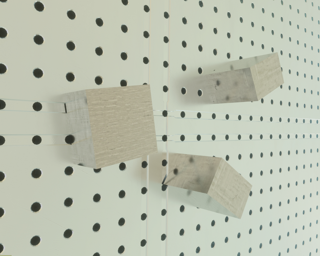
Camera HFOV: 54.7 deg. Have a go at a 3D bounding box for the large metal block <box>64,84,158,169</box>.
[{"bbox_3d":[-0.054,-0.005,0.350,0.081,0.050,0.079,-12,98,-40],"label":"large metal block"}]

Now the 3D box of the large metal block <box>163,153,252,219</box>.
[{"bbox_3d":[0.067,0.079,0.432,0.080,0.080,0.050,40,65,-33],"label":"large metal block"}]

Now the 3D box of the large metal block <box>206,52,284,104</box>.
[{"bbox_3d":[0.134,-0.078,0.489,0.081,0.080,0.050,-30,109,-36],"label":"large metal block"}]
